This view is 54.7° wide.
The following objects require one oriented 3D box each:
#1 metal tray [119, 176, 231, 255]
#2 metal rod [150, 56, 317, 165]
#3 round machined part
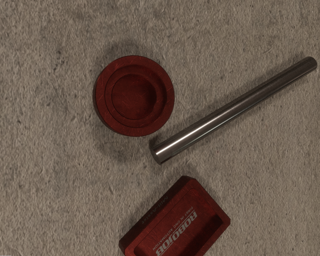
[{"bbox_3d":[0.022,0.140,0.415,0.130,0.030,0.090,-44,104,-15],"label":"metal tray"},{"bbox_3d":[0.119,-0.033,0.454,0.302,0.025,0.025,-30,100,-18],"label":"metal rod"},{"bbox_3d":[-0.035,-0.038,0.388,0.099,0.042,0.097,0,90,-21],"label":"round machined part"}]
